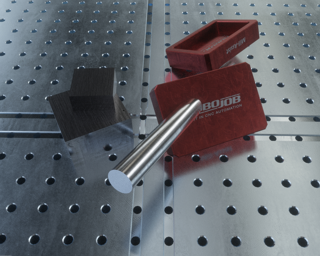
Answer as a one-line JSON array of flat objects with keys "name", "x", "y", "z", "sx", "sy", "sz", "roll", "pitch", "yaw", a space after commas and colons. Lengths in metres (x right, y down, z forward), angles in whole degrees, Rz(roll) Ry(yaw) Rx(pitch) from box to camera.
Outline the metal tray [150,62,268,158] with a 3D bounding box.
[{"name": "metal tray", "x": 0.062, "y": -0.024, "z": 0.393, "sx": 0.131, "sy": 0.030, "sz": 0.090, "roll": -17, "pitch": 91, "yaw": -14}]

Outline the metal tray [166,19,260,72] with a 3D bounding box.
[{"name": "metal tray", "x": 0.085, "y": -0.135, "z": 0.498, "sx": 0.131, "sy": 0.030, "sz": 0.090, "roll": -37, "pitch": 37, "yaw": -28}]

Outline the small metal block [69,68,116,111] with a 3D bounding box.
[{"name": "small metal block", "x": -0.081, "y": -0.048, "z": 0.382, "sx": 0.050, "sy": 0.025, "sz": 0.050, "roll": -2, "pitch": 50, "yaw": -2}]

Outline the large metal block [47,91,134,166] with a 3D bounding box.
[{"name": "large metal block", "x": -0.088, "y": -0.010, "z": 0.398, "sx": 0.081, "sy": 0.050, "sz": 0.080, "roll": -21, "pitch": 53, "yaw": -17}]

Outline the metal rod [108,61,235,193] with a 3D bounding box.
[{"name": "metal rod", "x": 0.038, "y": -0.024, "z": 0.378, "sx": 0.025, "sy": 0.025, "sz": 0.302, "roll": 24, "pitch": 38, "yaw": 18}]
